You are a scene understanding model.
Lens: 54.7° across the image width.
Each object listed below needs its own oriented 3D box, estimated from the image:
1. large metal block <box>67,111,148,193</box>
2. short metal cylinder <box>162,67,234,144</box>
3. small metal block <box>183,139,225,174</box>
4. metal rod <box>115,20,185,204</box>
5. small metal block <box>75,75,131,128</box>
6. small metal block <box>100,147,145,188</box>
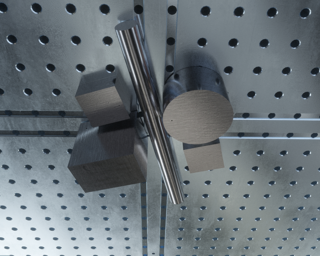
[{"bbox_3d":[-0.062,0.030,0.398,0.080,0.080,0.050,-12,129,9],"label":"large metal block"},{"bbox_3d":[0.043,-0.026,0.373,0.081,0.050,0.079,0,130,0],"label":"short metal cylinder"},{"bbox_3d":[0.062,0.035,0.443,0.050,0.025,0.050,-11,130,9],"label":"small metal block"},{"bbox_3d":[-0.003,0.004,0.415,0.025,0.025,0.298,-10,130,8],"label":"metal rod"},{"bbox_3d":[-0.068,-0.032,0.383,0.050,0.025,0.050,-14,129,10],"label":"small metal block"},{"bbox_3d":[-0.055,0.059,0.461,0.050,0.025,0.050,-12,129,9],"label":"small metal block"}]
